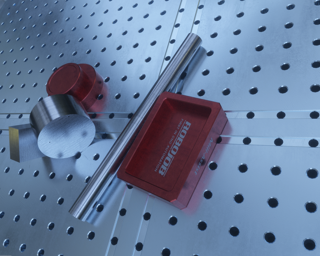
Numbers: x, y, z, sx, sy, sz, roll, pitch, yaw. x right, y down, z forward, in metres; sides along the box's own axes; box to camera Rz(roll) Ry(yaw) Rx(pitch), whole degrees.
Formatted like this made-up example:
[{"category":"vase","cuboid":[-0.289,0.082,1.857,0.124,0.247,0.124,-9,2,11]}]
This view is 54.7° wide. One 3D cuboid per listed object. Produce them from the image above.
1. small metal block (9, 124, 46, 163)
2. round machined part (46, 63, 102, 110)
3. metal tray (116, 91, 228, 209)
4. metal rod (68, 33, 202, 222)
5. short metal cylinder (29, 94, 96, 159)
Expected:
[{"category":"small metal block","cuboid":[-0.198,0.020,0.471,0.025,0.050,0.050,12,105,33]},{"category":"round machined part","cuboid":[-0.150,-0.070,0.519,0.098,0.042,0.098,-13,56,21]},{"category":"metal tray","cuboid":[0.015,0.022,0.383,0.090,0.030,0.130,17,70,34]},{"category":"metal rod","cuboid":[-0.027,-0.010,0.428,0.025,0.025,0.300,23,74,36]},{"category":"short metal cylinder","cuboid":[-0.141,-0.002,0.449,0.080,0.080,0.050,-40,51,1]}]
